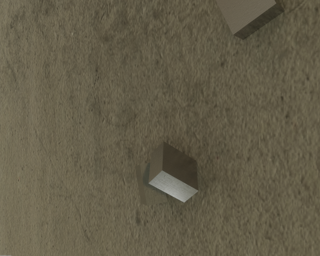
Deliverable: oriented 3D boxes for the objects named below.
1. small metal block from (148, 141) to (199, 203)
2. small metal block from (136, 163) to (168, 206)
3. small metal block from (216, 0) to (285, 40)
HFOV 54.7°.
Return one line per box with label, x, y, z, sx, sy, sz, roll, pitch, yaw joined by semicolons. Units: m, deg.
small metal block;0.016;0.050;0.360;0.025;0.050;0.050;-47;22;29
small metal block;-0.013;0.071;0.397;0.050;0.025;0.050;138;122;-74
small metal block;0.093;-0.131;0.327;0.050;0.025;0.050;-32;70;35
